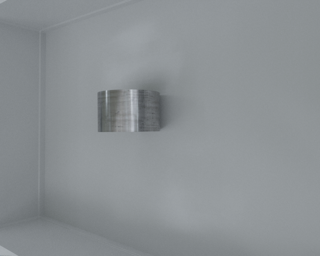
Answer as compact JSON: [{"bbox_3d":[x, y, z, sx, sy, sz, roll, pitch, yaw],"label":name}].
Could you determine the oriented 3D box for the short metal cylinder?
[{"bbox_3d":[-0.040,-0.020,0.402,0.080,0.081,0.050,-1,90,39],"label":"short metal cylinder"}]
